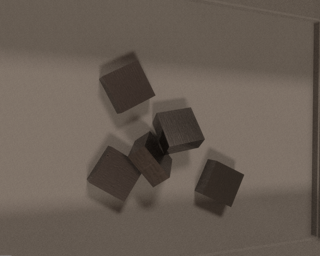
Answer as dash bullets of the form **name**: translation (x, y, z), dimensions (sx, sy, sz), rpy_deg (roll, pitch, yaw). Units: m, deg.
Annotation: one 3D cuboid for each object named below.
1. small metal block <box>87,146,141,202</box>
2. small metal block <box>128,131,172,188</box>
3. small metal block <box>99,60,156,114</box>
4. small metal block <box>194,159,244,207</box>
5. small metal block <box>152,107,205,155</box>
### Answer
- **small metal block**: translation (-0.056, 0.057, 0.391), dimensions (0.050, 0.025, 0.050), rpy_deg (34, 79, -17)
- **small metal block**: translation (-0.011, 0.038, 0.391), dimensions (0.025, 0.050, 0.050), rpy_deg (-34, 103, 16)
- **small metal block**: translation (-0.042, -0.052, 0.396), dimensions (0.050, 0.025, 0.050), rpy_deg (-30, 100, -18)
- **small metal block**: translation (0.085, 0.078, 0.444), dimensions (0.050, 0.025, 0.050), rpy_deg (27, 81, -18)
- **small metal block**: translation (0.024, 0.004, 0.408), dimensions (0.050, 0.025, 0.050), rpy_deg (-10, 63, -21)
